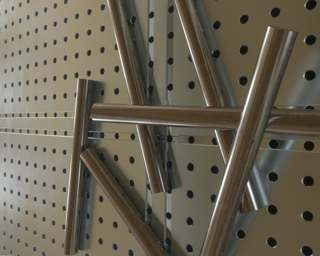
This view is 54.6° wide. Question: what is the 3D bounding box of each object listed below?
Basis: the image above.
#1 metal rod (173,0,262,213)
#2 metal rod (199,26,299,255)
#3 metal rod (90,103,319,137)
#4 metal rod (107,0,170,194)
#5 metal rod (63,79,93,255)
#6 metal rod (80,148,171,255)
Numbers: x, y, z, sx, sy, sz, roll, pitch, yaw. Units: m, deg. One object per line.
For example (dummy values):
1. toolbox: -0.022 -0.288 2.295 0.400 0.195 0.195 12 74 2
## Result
1. metal rod: 0.058 -0.053 0.362 0.025 0.025 0.299 -25 75 37
2. metal rod: 0.074 0.054 0.310 0.025 0.025 0.298 29 120 36
3. metal rod: 0.049 -0.011 0.333 0.300 0.025 0.025 4 93 29
4. metal rod: -0.034 -0.058 0.438 0.025 0.025 0.299 -23 76 38
5. metal rod: -0.139 0.068 0.525 0.025 0.025 0.298 11 97 39
6. metal rod: -0.031 0.138 0.436 0.300 0.025 0.025 47 118 29
